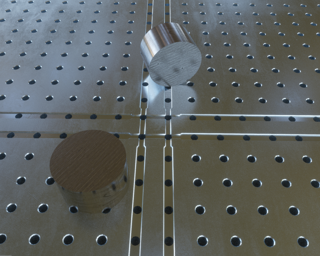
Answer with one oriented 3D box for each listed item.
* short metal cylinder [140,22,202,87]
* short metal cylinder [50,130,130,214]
[{"bbox_3d":[0.015,-0.109,0.464,0.081,0.080,0.050,-13,51,-11],"label":"short metal cylinder"},{"bbox_3d":[-0.077,0.048,0.350,0.081,0.050,0.080,0,50,0],"label":"short metal cylinder"}]
